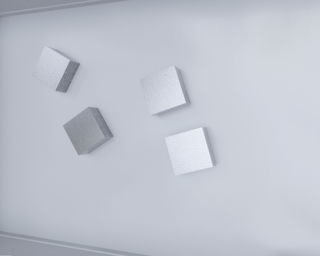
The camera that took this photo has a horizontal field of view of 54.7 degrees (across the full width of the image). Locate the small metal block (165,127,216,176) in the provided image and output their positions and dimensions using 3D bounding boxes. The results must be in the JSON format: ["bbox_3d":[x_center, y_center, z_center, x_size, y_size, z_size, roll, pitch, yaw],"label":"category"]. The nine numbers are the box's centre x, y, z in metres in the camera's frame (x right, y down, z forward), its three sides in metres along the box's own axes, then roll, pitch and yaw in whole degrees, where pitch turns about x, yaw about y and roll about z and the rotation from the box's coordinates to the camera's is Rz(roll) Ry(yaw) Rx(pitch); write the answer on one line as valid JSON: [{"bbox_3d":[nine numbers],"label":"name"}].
[{"bbox_3d":[0.039,0.030,0.396,0.050,0.025,0.050,-16,85,19],"label":"small metal block"}]

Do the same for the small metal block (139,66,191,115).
[{"bbox_3d":[0.007,-0.048,0.408,0.050,0.025,0.050,-19,84,19],"label":"small metal block"}]

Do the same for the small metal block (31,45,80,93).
[{"bbox_3d":[-0.157,-0.088,0.466,0.050,0.025,0.050,32,100,17],"label":"small metal block"}]

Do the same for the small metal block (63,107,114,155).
[{"bbox_3d":[-0.104,0.005,0.447,0.050,0.025,0.050,-33,79,17],"label":"small metal block"}]
